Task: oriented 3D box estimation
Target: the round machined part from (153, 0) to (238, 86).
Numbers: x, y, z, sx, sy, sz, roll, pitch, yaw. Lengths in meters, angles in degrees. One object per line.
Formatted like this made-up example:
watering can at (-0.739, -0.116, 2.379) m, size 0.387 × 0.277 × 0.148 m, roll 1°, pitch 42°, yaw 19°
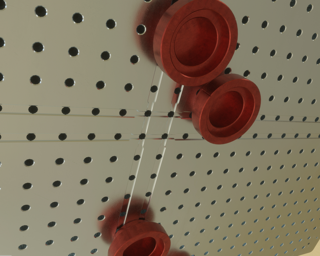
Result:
round machined part at (0.037, -0.101, 0.357) m, size 0.099 × 0.042 × 0.097 m, roll -14°, pitch 124°, yaw -21°

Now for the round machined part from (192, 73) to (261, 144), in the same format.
round machined part at (0.086, -0.029, 0.428) m, size 0.099 × 0.042 × 0.097 m, roll -14°, pitch 124°, yaw -21°

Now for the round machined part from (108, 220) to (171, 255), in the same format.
round machined part at (-0.036, 0.186, 0.495) m, size 0.099 × 0.042 × 0.097 m, roll -14°, pitch 124°, yaw -21°
